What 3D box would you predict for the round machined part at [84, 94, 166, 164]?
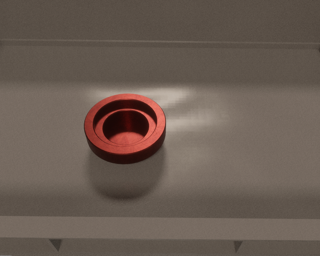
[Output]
[{"bbox_3d":[-0.042,0.005,0.389,0.099,0.042,0.098,0,50,0],"label":"round machined part"}]
